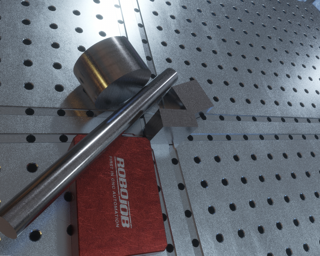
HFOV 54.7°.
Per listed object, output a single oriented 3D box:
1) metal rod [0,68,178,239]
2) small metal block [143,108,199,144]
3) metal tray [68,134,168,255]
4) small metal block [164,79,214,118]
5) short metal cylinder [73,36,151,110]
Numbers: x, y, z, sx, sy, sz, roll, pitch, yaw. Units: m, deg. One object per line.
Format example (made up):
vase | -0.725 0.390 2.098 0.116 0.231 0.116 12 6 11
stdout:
metal rod | -0.051 -0.001 0.344 0.025 0.025 0.301 42 42 0
small metal block | 0.013 -0.001 0.401 0.050 0.050 0.025 1 62 -28
metal tray | -0.048 0.072 0.336 0.091 0.030 0.130 4 60 -27
small metal block | 0.043 -0.040 0.458 0.050 0.025 0.050 -22 74 -36
short metal cylinder | -0.058 -0.067 0.384 0.081 0.080 0.050 -26 76 -37
